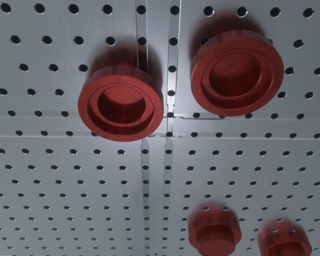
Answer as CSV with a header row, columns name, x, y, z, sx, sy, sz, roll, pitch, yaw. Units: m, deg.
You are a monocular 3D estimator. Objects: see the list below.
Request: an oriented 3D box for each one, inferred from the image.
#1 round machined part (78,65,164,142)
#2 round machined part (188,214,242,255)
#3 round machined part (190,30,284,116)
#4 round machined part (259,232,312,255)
name,x,y,z,sx,sy,sz,roll,pitch,yaw
round machined part,-0.045,-0.032,0.372,0.099,0.042,0.097,0,130,0
round machined part,0.103,0.207,0.577,0.099,0.042,0.097,0,130,0
round machined part,0.082,-0.063,0.347,0.099,0.042,0.097,0,130,0
round machined part,0.252,0.251,0.616,0.099,0.042,0.097,0,130,0
